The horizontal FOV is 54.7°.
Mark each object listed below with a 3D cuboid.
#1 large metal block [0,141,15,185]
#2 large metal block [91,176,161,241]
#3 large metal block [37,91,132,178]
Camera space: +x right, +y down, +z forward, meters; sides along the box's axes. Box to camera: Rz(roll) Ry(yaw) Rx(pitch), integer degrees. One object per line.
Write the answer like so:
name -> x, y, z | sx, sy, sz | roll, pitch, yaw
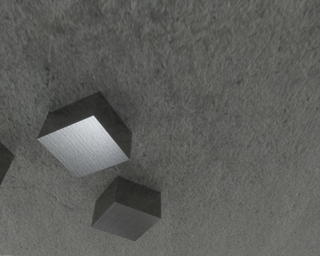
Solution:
large metal block -> -0.260, 0.061, 0.419 | 0.080, 0.080, 0.050 | -16, 128, 13
large metal block -> -0.054, 0.133, 0.503 | 0.080, 0.050, 0.080 | 26, 125, -21
large metal block -> -0.092, 0.011, 0.399 | 0.080, 0.050, 0.080 | -21, 127, 16
